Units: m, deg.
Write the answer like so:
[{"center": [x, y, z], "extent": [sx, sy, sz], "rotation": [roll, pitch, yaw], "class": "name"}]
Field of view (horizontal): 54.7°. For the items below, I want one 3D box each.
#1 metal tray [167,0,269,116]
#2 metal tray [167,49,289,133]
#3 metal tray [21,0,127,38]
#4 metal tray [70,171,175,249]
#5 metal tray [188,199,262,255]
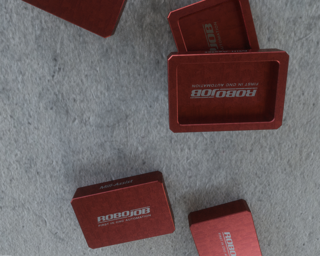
[{"center": [0.071, -0.089, 0.375], "extent": [0.090, 0.030, 0.129], "rotation": [-18, 109, 6], "class": "metal tray"}, {"center": [0.075, -0.043, 0.359], "extent": [0.131, 0.030, 0.089], "rotation": [-2, 110, 0], "class": "metal tray"}, {"center": [-0.099, -0.169, 0.344], "extent": [0.131, 0.030, 0.089], "rotation": [23, 108, -9], "class": "metal tray"}, {"center": [-0.051, 0.120, 0.451], "extent": [0.131, 0.030, 0.089], "rotation": [-13, 110, 4], "class": "metal tray"}, {"center": [0.104, 0.180, 0.475], "extent": [0.090, 0.030, 0.129], "rotation": [-17, 110, 5], "class": "metal tray"}]
